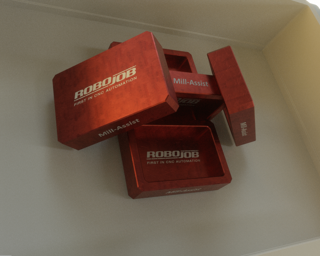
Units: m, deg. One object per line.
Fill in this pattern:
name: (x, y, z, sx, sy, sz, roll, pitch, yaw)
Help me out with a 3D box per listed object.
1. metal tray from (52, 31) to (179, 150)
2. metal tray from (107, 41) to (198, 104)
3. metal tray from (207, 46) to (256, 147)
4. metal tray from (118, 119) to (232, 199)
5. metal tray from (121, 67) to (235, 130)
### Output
metal tray: (-0.053, -0.039, 0.340, 0.030, 0.130, 0.090, 41, 32, -60)
metal tray: (-0.006, -0.071, 0.440, 0.131, 0.030, 0.090, 0, 62, -29)
metal tray: (0.100, -0.038, 0.421, 0.030, 0.130, 0.090, -19, 64, 10)
metal tray: (0.019, 0.035, 0.387, 0.131, 0.030, 0.090, 1, 61, -29)
metal tray: (0.016, -0.031, 0.390, 0.131, 0.090, 0.030, 1, 62, -29)
